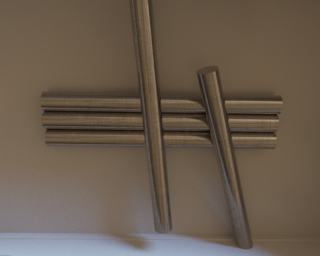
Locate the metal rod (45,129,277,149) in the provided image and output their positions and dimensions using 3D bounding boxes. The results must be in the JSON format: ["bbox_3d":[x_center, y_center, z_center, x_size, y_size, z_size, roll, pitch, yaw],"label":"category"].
[{"bbox_3d":[0.002,0.014,0.415,0.302,0.025,0.025,1,110,-1],"label":"metal rod"}]

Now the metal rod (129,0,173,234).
[{"bbox_3d":[-0.008,0.001,0.383,0.025,0.025,0.298,-5,110,1],"label":"metal rod"}]

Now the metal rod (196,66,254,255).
[{"bbox_3d":[0.093,0.062,0.413,0.025,0.025,0.298,-15,117,5],"label":"metal rod"}]

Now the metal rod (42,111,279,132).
[{"bbox_3d":[0.002,-0.009,0.407,0.302,0.025,0.025,1,110,-1],"label":"metal rod"}]

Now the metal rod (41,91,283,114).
[{"bbox_3d":[0.003,-0.032,0.398,0.302,0.025,0.025,1,110,-1],"label":"metal rod"}]
